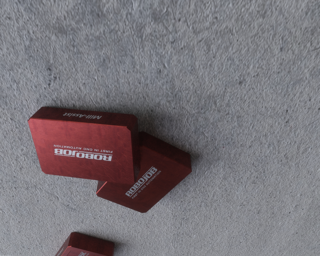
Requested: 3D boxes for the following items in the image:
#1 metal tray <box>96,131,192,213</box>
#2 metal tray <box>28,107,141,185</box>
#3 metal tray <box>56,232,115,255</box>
[{"bbox_3d":[-0.026,0.071,0.464,0.090,0.030,0.129,27,125,-22],"label":"metal tray"},{"bbox_3d":[-0.094,0.023,0.399,0.131,0.030,0.089,5,123,9],"label":"metal tray"},{"bbox_3d":[-0.159,0.265,0.627,0.091,0.030,0.129,23,126,-19],"label":"metal tray"}]
